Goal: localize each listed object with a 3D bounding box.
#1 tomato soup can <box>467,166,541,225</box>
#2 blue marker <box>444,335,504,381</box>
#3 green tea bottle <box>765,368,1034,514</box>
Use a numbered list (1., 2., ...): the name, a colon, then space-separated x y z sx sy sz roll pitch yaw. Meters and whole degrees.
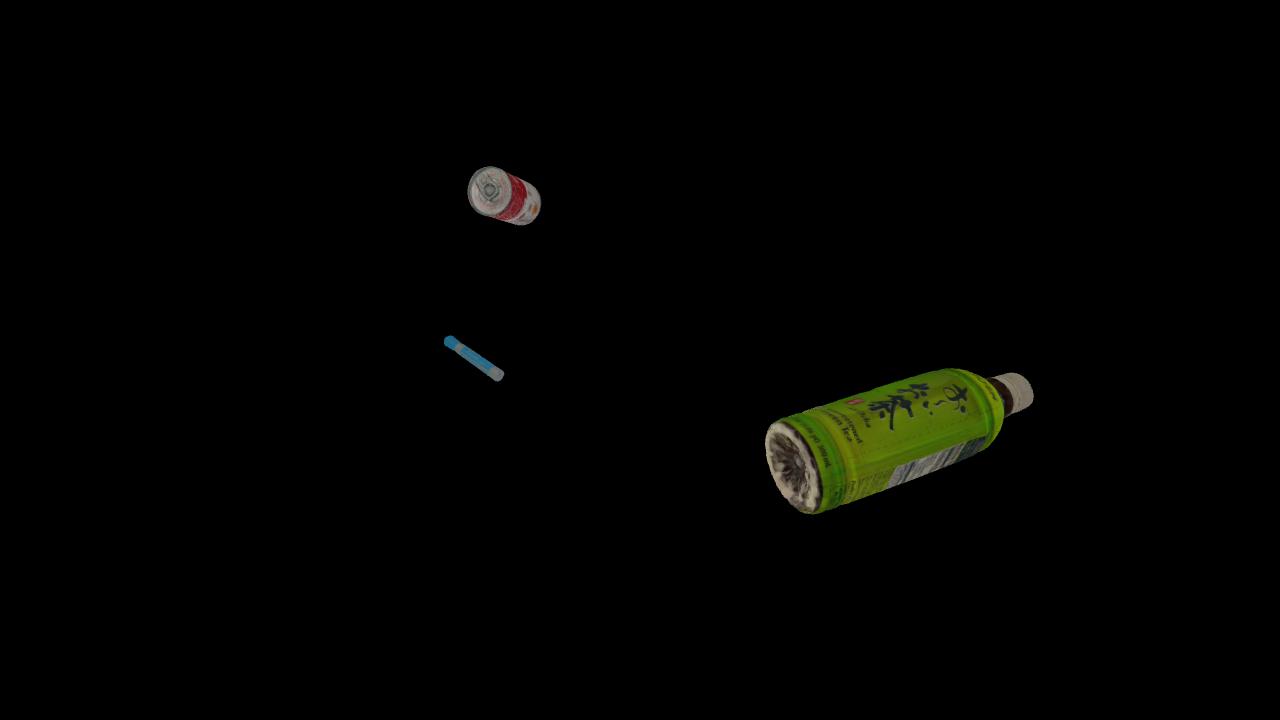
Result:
1. tomato soup can: -0.191 -0.232 0.881 0.068 0.068 0.101 0 4 15
2. blue marker: -0.255 -0.004 0.934 0.121 0.020 0.020 31 14 24
3. green tea bottle: 0.199 0.050 0.453 0.212 0.073 0.073 -13 4 -18
